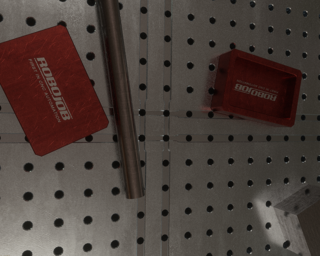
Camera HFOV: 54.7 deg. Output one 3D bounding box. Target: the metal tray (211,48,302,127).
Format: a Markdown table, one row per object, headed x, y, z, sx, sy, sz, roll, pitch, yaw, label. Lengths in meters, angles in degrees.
| x | y | z | sx | sy | sz | roll | pitch | yaw | label |
| --- | --- | --- | --- | --- | --- | --- | --- | --- | --- |
| 0.147 | -0.057 | 0.465 | 0.131 | 0.030 | 0.090 | 12 | 86 | -20 | metal tray |

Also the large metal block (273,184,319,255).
| x | y | z | sx | sy | sz | roll | pitch | yaw | label |
| --- | --- | --- | --- | --- | --- | --- | --- | --- | --- |
| 0.239 | 0.147 | 0.490 | 0.081 | 0.050 | 0.080 | -25 | 99 | -19 | large metal block |

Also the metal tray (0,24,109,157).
| x | y | z | sx | sy | sz | roll | pitch | yaw | label |
| --- | --- | --- | --- | --- | --- | --- | --- | --- | --- |
| -0.128 | -0.043 | 0.363 | 0.091 | 0.030 | 0.129 | -26 | 99 | -19 | metal tray |

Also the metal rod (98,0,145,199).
| x | y | z | sx | sy | sz | roll | pitch | yaw | label |
| --- | --- | --- | --- | --- | --- | --- | --- | --- | --- |
| -0.052 | -0.059 | 0.394 | 0.025 | 0.025 | 0.298 | -9 | 93 | -20 | metal rod |
